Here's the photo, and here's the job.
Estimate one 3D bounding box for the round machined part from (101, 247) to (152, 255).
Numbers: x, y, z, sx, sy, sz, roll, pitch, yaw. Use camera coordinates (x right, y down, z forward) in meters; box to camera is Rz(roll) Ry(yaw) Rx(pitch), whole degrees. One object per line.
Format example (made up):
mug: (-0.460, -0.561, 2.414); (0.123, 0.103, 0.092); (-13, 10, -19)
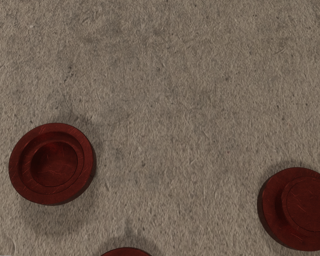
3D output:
round machined part: (-0.039, 0.181, 0.333); (0.099, 0.042, 0.098); (0, 70, -1)

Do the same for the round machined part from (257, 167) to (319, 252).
round machined part: (0.171, 0.094, 0.367); (0.099, 0.042, 0.098); (0, 70, -1)

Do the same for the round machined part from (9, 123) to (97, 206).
round machined part: (-0.127, 0.046, 0.381); (0.099, 0.042, 0.098); (0, 70, -1)
